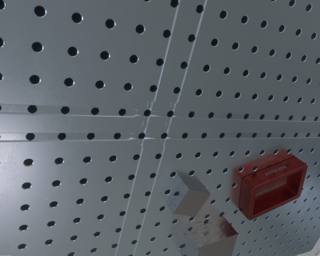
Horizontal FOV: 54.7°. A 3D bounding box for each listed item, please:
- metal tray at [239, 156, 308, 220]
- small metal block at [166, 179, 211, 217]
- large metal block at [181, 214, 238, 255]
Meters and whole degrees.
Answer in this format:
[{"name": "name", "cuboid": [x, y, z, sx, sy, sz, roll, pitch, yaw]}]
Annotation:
[{"name": "metal tray", "cuboid": [0.218, 0.116, 0.598, 0.131, 0.030, 0.089, -18, 126, -19]}, {"name": "small metal block", "cuboid": [0.047, 0.116, 0.509, 0.050, 0.025, 0.050, 20, 108, -36]}, {"name": "large metal block", "cuboid": [0.091, 0.219, 0.580, 0.081, 0.050, 0.079, -10, 123, -24]}]
